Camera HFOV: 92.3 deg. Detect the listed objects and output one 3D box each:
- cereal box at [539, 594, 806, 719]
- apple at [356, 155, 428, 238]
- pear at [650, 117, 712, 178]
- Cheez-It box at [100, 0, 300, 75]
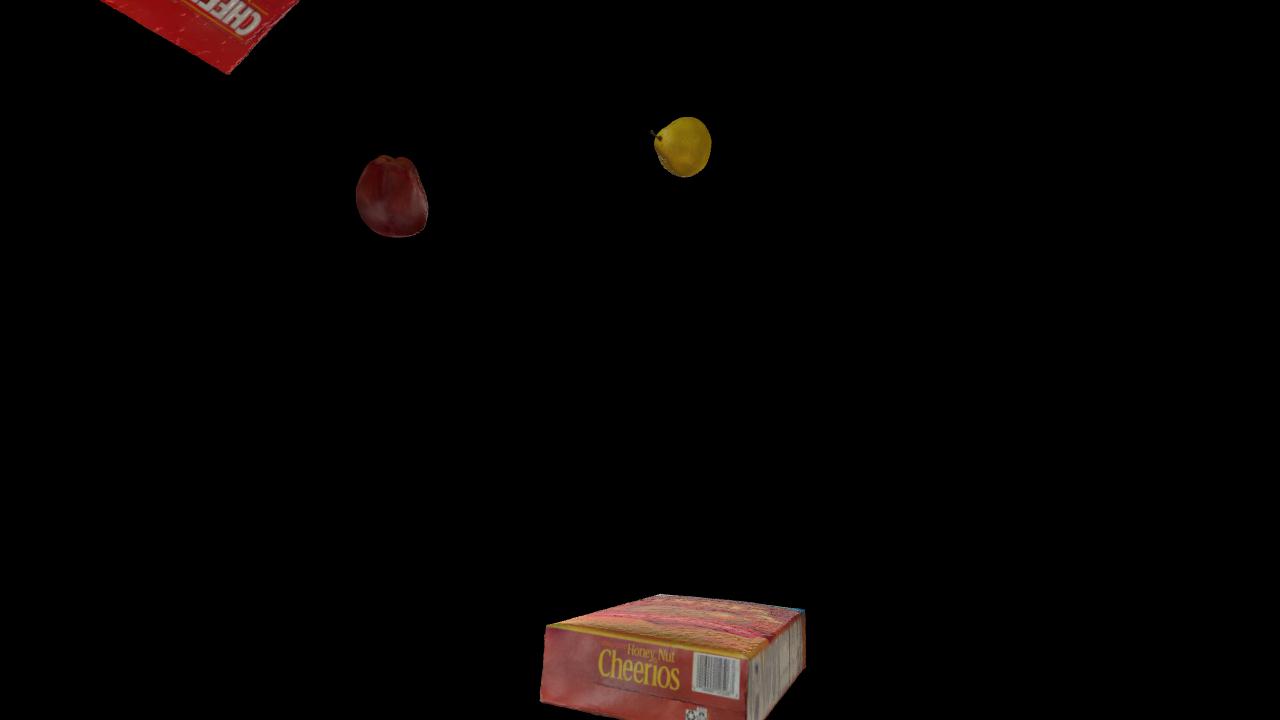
[{"bbox_3d":[0.057,0.316,0.675,0.203,0.081,0.306,-3,-14,24],"label":"cereal box"},{"bbox_3d":[-0.289,-0.188,0.718,0.079,0.093,0.079,6,35,-4],"label":"apple"},{"bbox_3d":[0.050,-0.290,0.838,0.080,0.080,0.111,0,16,37],"label":"pear"},{"bbox_3d":[-0.281,-0.265,0.275,0.071,0.223,0.166,-37,-13,11],"label":"Cheez-It box"}]
